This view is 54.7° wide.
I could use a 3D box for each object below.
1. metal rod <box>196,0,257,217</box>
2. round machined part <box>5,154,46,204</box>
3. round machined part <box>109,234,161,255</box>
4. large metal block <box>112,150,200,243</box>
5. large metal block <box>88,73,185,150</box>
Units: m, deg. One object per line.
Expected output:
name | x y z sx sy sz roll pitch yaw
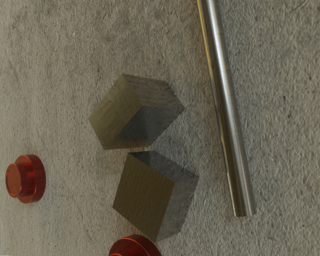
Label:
metal rod | 0.068 -0.055 0.348 0.025 0.025 0.298 -14 81 39
round machined part | -0.274 0.103 0.620 0.098 0.042 0.097 0 90 40
round machined part | -0.041 0.202 0.428 0.098 0.042 0.097 0 90 40
large metal block | -0.007 0.083 0.394 0.080 0.050 0.079 27 107 36
large metal block | -0.029 -0.018 0.393 0.080 0.081 0.050 -47 62 30
